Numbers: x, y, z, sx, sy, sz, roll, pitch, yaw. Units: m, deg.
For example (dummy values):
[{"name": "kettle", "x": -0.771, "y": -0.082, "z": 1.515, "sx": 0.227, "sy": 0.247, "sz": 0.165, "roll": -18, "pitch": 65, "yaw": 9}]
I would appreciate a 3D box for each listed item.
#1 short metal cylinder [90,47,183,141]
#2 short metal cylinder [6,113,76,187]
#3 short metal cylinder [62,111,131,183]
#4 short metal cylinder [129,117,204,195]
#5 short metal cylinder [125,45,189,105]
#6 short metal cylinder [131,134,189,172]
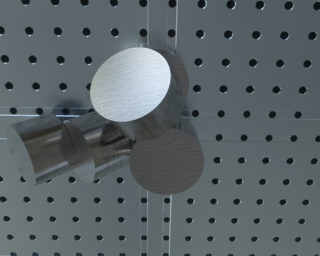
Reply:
[{"name": "short metal cylinder", "x": -0.021, "y": -0.033, "z": 0.311, "sx": 0.080, "sy": 0.080, "sz": 0.050, "roll": -23, "pitch": 152, "yaw": 8}, {"name": "short metal cylinder", "x": -0.149, "y": 0.026, "z": 0.385, "sx": 0.050, "sy": 0.080, "sz": 0.079, "roll": -24, "pitch": 115, "yaw": -37}, {"name": "short metal cylinder", "x": -0.080, "y": 0.021, "z": 0.383, "sx": 0.050, "sy": 0.080, "sz": 0.079, "roll": -23, "pitch": 115, "yaw": -36}, {"name": "short metal cylinder", "x": 0.007, "y": 0.029, "z": 0.355, "sx": 0.081, "sy": 0.050, "sz": 0.079, "roll": 0, "pitch": 110, "yaw": 0}, {"name": "short metal cylinder", "x": -0.007, "y": -0.058, "z": 0.378, "sx": 0.081, "sy": 0.050, "sz": 0.079, "roll": 0, "pitch": 110, "yaw": 0}, {"name": "short metal cylinder", "x": -0.002, "y": 0.017, "z": 0.405, "sx": 0.081, "sy": 0.050, "sz": 0.079, "roll": 0, "pitch": 110, "yaw": 0}]
